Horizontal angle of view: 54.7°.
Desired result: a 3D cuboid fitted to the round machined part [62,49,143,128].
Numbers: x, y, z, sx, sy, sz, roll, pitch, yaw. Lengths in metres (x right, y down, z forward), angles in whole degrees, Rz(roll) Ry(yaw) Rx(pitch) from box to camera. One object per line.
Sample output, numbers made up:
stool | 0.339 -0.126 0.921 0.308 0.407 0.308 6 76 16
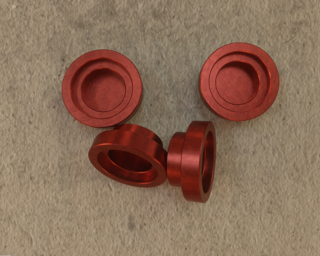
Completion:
round machined part | -0.070 -0.047 0.397 0.099 0.042 0.097 0 84 2

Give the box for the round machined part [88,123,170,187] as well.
round machined part | -0.034 0.031 0.383 0.099 0.097 0.042 18 55 -1

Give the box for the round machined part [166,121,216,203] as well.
round machined part | 0.038 0.039 0.377 0.042 0.098 0.097 3 90 20

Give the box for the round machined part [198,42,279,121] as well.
round machined part | 0.098 -0.057 0.403 0.099 0.042 0.097 0 90 -1
